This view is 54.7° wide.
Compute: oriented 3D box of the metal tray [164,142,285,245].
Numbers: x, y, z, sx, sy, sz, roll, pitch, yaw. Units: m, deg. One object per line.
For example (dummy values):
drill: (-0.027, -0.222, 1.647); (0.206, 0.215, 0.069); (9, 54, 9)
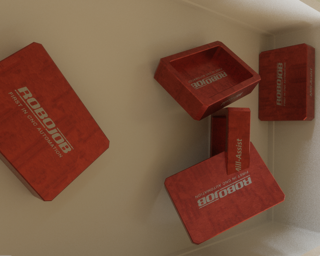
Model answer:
metal tray: (0.082, 0.084, 0.408); (0.131, 0.030, 0.090); (-24, 69, -8)

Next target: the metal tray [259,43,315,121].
metal tray: (0.226, -0.077, 0.556); (0.030, 0.090, 0.129); (1, 90, -40)

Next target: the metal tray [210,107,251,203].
metal tray: (0.098, 0.037, 0.447); (0.030, 0.090, 0.129); (1, 91, -5)

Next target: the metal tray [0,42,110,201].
metal tray: (-0.120, -0.005, 0.304); (0.090, 0.030, 0.130); (-46, 118, -30)

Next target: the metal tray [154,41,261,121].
metal tray: (0.068, -0.071, 0.428); (0.131, 0.030, 0.090); (-27, 66, -37)
